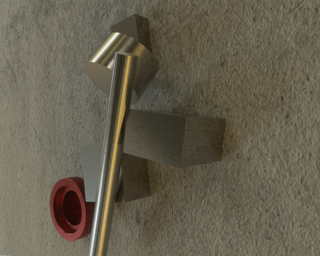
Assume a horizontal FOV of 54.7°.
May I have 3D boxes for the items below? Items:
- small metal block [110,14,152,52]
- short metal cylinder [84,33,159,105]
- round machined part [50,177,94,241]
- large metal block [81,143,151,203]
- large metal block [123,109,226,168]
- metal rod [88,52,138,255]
[{"bbox_3d":[-0.041,-0.125,0.437,0.050,0.025,0.050,-11,83,39],"label":"small metal block"},{"bbox_3d":[-0.049,-0.075,0.398,0.080,0.080,0.050,15,64,38],"label":"short metal cylinder"},{"bbox_3d":[-0.132,0.127,0.500,0.098,0.042,0.097,0,90,39],"label":"round machined part"},{"bbox_3d":[-0.063,0.060,0.439,0.080,0.050,0.080,-10,84,39],"label":"large metal block"},{"bbox_3d":[0.017,0.008,0.353,0.080,0.081,0.050,10,97,39],"label":"large metal block"},{"bbox_3d":[-0.063,0.059,0.381,0.025,0.025,0.298,26,114,37],"label":"metal rod"}]
